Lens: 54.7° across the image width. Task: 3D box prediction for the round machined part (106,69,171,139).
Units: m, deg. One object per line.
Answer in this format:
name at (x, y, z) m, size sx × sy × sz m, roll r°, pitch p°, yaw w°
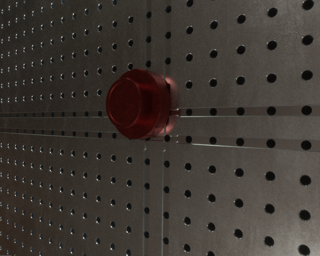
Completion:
round machined part at (-0.037, -0.033, 0.426) m, size 0.098 × 0.042 × 0.097 m, roll 0°, pitch 90°, yaw 39°
